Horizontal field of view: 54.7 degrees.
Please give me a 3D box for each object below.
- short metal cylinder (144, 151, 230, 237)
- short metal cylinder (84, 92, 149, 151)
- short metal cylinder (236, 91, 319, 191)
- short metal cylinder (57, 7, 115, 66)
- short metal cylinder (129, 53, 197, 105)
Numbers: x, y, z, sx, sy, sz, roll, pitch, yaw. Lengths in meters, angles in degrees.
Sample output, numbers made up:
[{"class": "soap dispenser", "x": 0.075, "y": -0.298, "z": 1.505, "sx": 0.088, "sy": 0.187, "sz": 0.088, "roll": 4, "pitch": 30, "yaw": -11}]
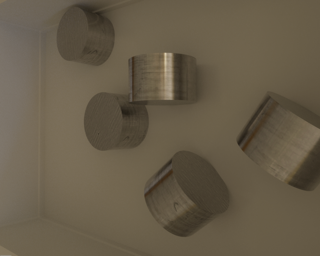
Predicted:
[{"class": "short metal cylinder", "x": 0.030, "y": 0.072, "z": 0.345, "sx": 0.050, "sy": 0.081, "sz": 0.080, "roll": -47, "pitch": 62, "yaw": 29}, {"class": "short metal cylinder", "x": -0.063, "y": -0.009, "z": 0.440, "sx": 0.080, "sy": 0.050, "sz": 0.079, "roll": 0, "pitch": 90, "yaw": 39}, {"class": "short metal cylinder", "x": 0.116, "y": 0.010, "z": 0.274, "sx": 0.080, "sy": 0.081, "sz": 0.050, "roll": 42, "pitch": 116, "yaw": 31}, {"class": "short metal cylinder", "x": -0.117, "y": -0.141, "z": 0.484, "sx": 0.080, "sy": 0.050, "sz": 0.079, "roll": 0, "pitch": 90, "yaw": 39}, {"class": "short metal cylinder", "x": 0.003, "y": -0.055, "z": 0.367, "sx": 0.080, "sy": 0.081, "sz": 0.050, "roll": -1, "pitch": 90, "yaw": 39}]
